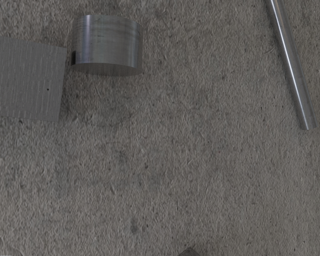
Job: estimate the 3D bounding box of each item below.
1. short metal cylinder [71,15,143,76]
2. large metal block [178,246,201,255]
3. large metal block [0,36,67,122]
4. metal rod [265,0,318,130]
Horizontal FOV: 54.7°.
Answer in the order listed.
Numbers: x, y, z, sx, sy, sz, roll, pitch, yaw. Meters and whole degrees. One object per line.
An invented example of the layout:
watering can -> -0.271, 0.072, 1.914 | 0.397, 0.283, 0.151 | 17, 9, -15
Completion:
short metal cylinder -> -0.060, -0.091, 0.358 | 0.081, 0.080, 0.050 | 2, 90, -20
large metal block -> 0.037, 0.222, 0.410 | 0.080, 0.050, 0.080 | -32, 101, -17
large metal block -> -0.150, -0.050, 0.340 | 0.081, 0.050, 0.080 | 7, 88, -20
metal rod -> 0.193, -0.141, 0.480 | 0.025, 0.025, 0.298 | -21, 97, -19
